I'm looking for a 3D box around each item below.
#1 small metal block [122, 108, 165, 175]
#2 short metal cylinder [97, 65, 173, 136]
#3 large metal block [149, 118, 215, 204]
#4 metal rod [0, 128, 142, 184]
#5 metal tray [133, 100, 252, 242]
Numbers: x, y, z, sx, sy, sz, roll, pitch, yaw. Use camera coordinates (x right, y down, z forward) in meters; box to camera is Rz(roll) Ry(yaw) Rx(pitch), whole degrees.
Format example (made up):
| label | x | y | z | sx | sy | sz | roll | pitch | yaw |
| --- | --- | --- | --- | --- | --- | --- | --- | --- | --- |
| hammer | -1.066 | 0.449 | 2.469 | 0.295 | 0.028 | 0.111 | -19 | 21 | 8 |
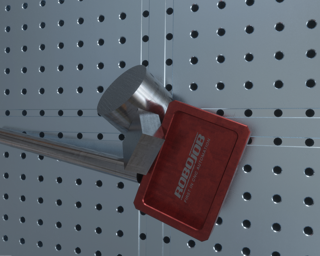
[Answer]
| label | x | y | z | sx | sy | sz | roll | pitch | yaw |
| --- | --- | --- | --- | --- | --- | --- | --- | --- | --- |
| small metal block | -0.020 | 0.015 | 0.342 | 0.025 | 0.050 | 0.050 | 17 | 119 | -20 |
| short metal cylinder | -0.032 | -0.032 | 0.387 | 0.080 | 0.080 | 0.050 | -36 | 121 | 16 |
| large metal block | 0.015 | 0.035 | 0.392 | 0.080 | 0.050 | 0.080 | -37 | 79 | 16 |
| metal rod | -0.147 | 0.030 | 0.432 | 0.300 | 0.025 | 0.025 | 10 | 93 | 30 |
| metal tray | 0.035 | 0.044 | 0.341 | 0.090 | 0.030 | 0.129 | 22 | 97 | 18 |
